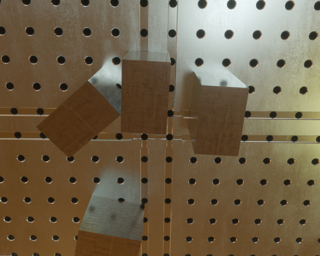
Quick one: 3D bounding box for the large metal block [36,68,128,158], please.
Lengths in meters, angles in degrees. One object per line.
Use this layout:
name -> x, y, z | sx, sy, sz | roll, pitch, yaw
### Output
large metal block -> -0.089, -0.021, 0.375 | 0.080, 0.080, 0.050 | -39, 106, 13

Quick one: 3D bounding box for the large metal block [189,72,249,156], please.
large metal block -> 0.067, -0.020, 0.377 | 0.050, 0.080, 0.079 | 3, 110, -1

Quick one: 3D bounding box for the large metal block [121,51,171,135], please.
large metal block -> -0.016, -0.045, 0.367 | 0.050, 0.080, 0.079 | 3, 110, -1

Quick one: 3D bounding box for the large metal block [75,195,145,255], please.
large metal block -> -0.068, 0.145, 0.437 | 0.080, 0.080, 0.050 | 12, 110, -5
